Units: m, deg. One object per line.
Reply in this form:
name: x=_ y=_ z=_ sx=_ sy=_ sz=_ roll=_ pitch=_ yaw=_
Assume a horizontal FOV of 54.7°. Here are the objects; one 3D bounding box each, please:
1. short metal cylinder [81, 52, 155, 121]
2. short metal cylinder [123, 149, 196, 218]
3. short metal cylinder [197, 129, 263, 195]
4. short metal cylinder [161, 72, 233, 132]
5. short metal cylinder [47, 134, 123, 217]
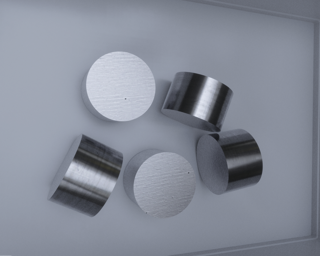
short metal cylinder: x=-0.052 y=-0.048 z=0.377 sx=0.081 sy=0.050 sz=0.079 roll=0 pitch=90 yaw=-21
short metal cylinder: x=-0.002 y=0.069 z=0.396 sx=0.081 sy=0.050 sz=0.079 roll=0 pitch=90 yaw=-21
short metal cylinder: x=0.090 y=0.044 z=0.414 sx=0.050 sy=0.080 sz=0.079 roll=-10 pitch=94 yaw=-20
short metal cylinder: x=0.048 y=-0.032 z=0.400 sx=0.080 sy=0.080 sz=0.050 roll=23 pitch=83 yaw=-19
short metal cylinder: x=-0.084 y=0.053 z=0.349 sx=0.050 sy=0.080 sz=0.080 roll=29 pitch=81 yaw=-18
